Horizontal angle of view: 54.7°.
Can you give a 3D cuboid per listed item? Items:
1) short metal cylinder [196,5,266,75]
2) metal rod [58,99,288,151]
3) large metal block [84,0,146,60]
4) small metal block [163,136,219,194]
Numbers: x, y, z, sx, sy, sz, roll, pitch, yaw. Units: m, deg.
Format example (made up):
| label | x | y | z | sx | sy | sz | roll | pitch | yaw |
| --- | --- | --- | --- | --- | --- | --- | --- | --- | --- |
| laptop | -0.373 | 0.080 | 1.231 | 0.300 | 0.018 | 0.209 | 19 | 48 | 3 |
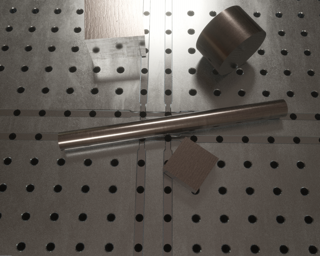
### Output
| label | x | y | z | sx | sy | sz | roll | pitch | yaw |
| --- | --- | --- | --- | --- | --- | --- | --- | --- | --- |
| short metal cylinder | 0.097 | -0.119 | 0.427 | 0.080 | 0.080 | 0.050 | -34 | 74 | -12 |
| metal rod | 0.020 | -0.005 | 0.413 | 0.302 | 0.025 | 0.025 | -9 | 70 | -4 |
| large metal block | -0.064 | -0.150 | 0.453 | 0.081 | 0.050 | 0.080 | -5 | 70 | -2 |
| small metal block | 0.039 | 0.048 | 0.395 | 0.050 | 0.025 | 0.050 | 34 | 73 | 11 |
